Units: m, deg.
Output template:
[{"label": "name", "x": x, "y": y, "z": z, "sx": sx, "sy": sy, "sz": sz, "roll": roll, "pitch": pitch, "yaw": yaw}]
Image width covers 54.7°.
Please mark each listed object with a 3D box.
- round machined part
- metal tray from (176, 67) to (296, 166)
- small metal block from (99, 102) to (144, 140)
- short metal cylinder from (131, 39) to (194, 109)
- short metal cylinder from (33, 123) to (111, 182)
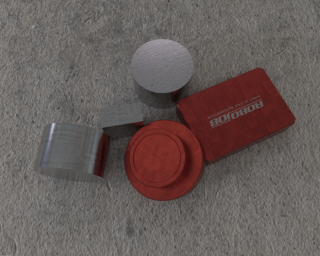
[{"label": "round machined part", "x": 0.002, "y": 0.037, "z": 0.370, "sx": 0.098, "sy": 0.042, "sz": 0.098, "roll": -4, "pitch": 78, "yaw": 17}, {"label": "metal tray", "x": 0.098, "y": -0.017, "z": 0.412, "sx": 0.131, "sy": 0.030, "sz": 0.090, "roll": -23, "pitch": 72, "yaw": -8}, {"label": "small metal block", "x": -0.047, "y": -0.007, "z": 0.397, "sx": 0.050, "sy": 0.050, "sz": 0.025, "roll": -10, "pitch": 70, "yaw": -4}, {"label": "short metal cylinder", "x": 0.003, "y": -0.072, "z": 0.421, "sx": 0.081, "sy": 0.050, "sz": 0.080, "roll": 0, "pitch": 70, "yaw": 0}, {"label": "short metal cylinder", "x": -0.102, "y": 0.032, "z": 0.367, "sx": 0.080, "sy": 0.080, "sz": 0.050, "roll": 6, "pitch": 70, "yaw": 2}]
